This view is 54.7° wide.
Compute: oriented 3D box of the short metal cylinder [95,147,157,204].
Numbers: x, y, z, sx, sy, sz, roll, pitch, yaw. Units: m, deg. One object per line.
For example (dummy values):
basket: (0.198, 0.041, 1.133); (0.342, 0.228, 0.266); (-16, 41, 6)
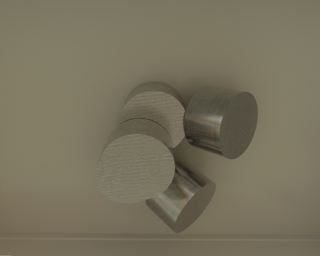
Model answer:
short metal cylinder: (-0.042, 0.054, 0.416); (0.081, 0.050, 0.079); (0, 110, -1)

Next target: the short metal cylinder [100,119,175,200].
short metal cylinder: (-0.024, 0.035, 0.354); (0.081, 0.050, 0.079); (0, 110, -1)

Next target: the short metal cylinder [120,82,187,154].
short metal cylinder: (-0.007, -0.014, 0.391); (0.081, 0.050, 0.079); (0, 110, -1)

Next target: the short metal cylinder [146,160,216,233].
short metal cylinder: (0.028, 0.089, 0.406); (0.050, 0.081, 0.079); (36, 111, 30)

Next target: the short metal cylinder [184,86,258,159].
short metal cylinder: (0.074, -0.008, 0.372); (0.081, 0.050, 0.079); (-18, 115, -42)
